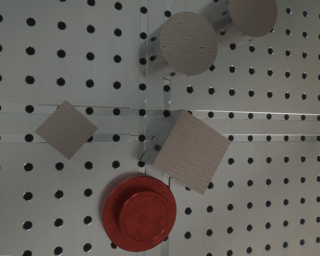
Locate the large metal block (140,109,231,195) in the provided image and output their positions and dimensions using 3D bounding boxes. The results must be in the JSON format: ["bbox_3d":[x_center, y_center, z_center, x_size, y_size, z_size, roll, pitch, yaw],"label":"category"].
[{"bbox_3d":[0.034,0.031,0.413,0.080,0.050,0.080,33,79,-18],"label":"large metal block"}]

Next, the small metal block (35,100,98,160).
[{"bbox_3d":[-0.112,0.002,0.372,0.050,0.025,0.050,44,76,-15],"label":"small metal block"}]

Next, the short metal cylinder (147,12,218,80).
[{"bbox_3d":[0.029,-0.106,0.411,0.081,0.050,0.079,0,90,-21],"label":"short metal cylinder"}]

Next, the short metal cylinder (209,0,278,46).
[{"bbox_3d":[0.119,-0.164,0.445,0.081,0.050,0.079,0,90,-20],"label":"short metal cylinder"}]

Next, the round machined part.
[{"bbox_3d":[-0.024,0.110,0.396,0.099,0.042,0.097,0,90,-21],"label":"round machined part"}]
